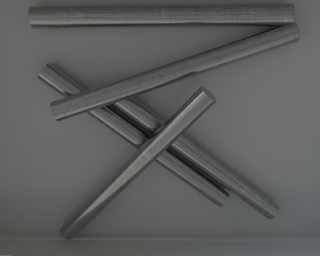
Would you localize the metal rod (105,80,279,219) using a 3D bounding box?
[{"bbox_3d":[0.049,0.037,0.425,0.301,0.025,0.025,37,106,-13],"label":"metal rod"}]

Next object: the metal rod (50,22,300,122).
[{"bbox_3d":[0.018,-0.067,0.369,0.302,0.025,0.025,-19,109,0],"label":"metal rod"}]

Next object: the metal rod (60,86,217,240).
[{"bbox_3d":[-0.042,0.059,0.410,0.025,0.025,0.299,39,113,-14],"label":"metal rod"}]

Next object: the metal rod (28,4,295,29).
[{"bbox_3d":[0.003,-0.131,0.362,0.302,0.025,0.025,-1,110,-1],"label":"metal rod"}]

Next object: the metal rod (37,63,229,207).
[{"bbox_3d":[-0.026,0.016,0.416,0.301,0.025,0.025,37,106,-13],"label":"metal rod"}]
